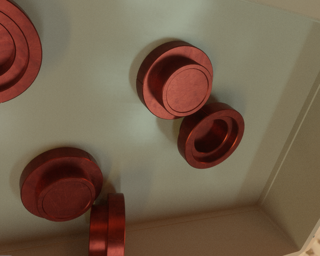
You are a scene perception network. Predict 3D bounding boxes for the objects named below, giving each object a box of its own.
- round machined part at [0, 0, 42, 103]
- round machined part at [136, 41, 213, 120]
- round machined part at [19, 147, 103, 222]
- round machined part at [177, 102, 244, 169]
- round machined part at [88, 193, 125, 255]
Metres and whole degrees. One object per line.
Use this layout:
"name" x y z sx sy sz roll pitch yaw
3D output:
"round machined part" -0.157 -0.072 0.268 0.099 0.042 0.097 -14 125 -21
"round machined part" 0.024 -0.053 0.380 0.099 0.042 0.097 -14 124 -21
"round machined part" -0.118 0.076 0.381 0.099 0.042 0.097 -14 125 -21
"round machined part" 0.067 0.006 0.438 0.099 0.042 0.097 -16 128 -22
"round machined part" -0.072 0.136 0.411 0.042 0.098 0.097 3 119 -11
